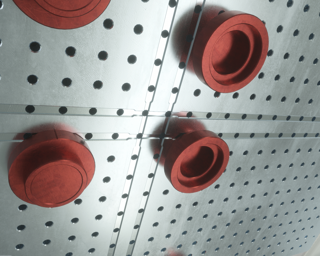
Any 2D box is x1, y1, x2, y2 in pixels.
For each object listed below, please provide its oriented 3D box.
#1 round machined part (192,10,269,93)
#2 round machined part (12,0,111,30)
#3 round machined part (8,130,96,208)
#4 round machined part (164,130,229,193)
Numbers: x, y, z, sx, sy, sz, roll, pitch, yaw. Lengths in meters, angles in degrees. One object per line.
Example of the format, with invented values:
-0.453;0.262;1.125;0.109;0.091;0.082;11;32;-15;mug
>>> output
0.083;-0.096;0.388;0.099;0.042;0.097;-14;125;-21;round machined part
-0.085;-0.135;0.270;0.099;0.042;0.097;-14;125;-21;round machined part
-0.125;0.055;0.367;0.099;0.042;0.097;-14;125;-21;round machined part
0.050;0.045;0.457;0.099;0.042;0.097;-14;125;-21;round machined part
